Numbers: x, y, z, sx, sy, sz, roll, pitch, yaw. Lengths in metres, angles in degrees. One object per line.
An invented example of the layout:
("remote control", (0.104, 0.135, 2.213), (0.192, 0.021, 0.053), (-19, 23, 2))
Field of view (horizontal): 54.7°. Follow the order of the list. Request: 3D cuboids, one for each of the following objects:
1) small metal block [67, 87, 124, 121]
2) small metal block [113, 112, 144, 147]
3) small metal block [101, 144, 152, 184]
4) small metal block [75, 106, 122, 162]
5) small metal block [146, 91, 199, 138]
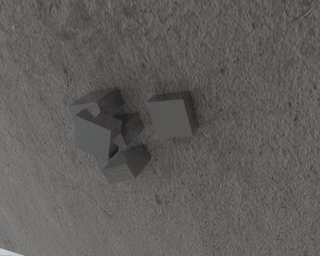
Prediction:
("small metal block", (-0.085, -0.031, 0.416), (0.050, 0.050, 0.025), (-5, 116, 30))
("small metal block", (-0.058, 0.004, 0.423), (0.050, 0.050, 0.025), (-7, 115, 31))
("small metal block", (-0.048, 0.052, 0.448), (0.050, 0.050, 0.025), (-19, 108, 35))
("small metal block", (-0.078, 0.008, 0.388), (0.050, 0.025, 0.050), (23, 127, 14))
("small metal block", (0.017, -0.016, 0.388), (0.050, 0.025, 0.050), (-3, 117, 29))
